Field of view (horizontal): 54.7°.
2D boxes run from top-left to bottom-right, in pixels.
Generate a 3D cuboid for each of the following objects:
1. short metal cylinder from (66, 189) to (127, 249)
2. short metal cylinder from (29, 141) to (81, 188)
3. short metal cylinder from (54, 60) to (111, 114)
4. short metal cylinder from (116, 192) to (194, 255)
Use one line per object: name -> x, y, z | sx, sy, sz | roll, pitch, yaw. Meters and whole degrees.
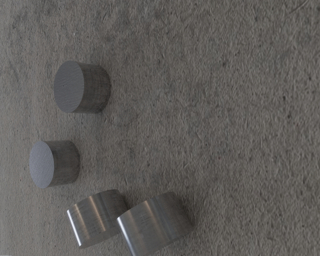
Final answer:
short metal cylinder -> -0.085, 0.129, 0.440 | 0.080, 0.081, 0.050 | -42, 65, 32
short metal cylinder -> -0.184, 0.062, 0.541 | 0.080, 0.050, 0.080 | 0, 90, 40
short metal cylinder -> -0.124, -0.063, 0.491 | 0.080, 0.050, 0.080 | 0, 90, 40
short metal cylinder -> -0.006, 0.119, 0.374 | 0.080, 0.081, 0.050 | -42, 65, 32
